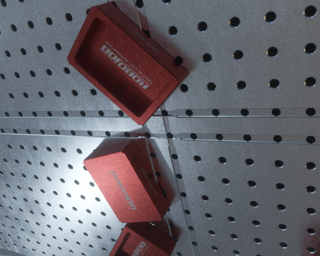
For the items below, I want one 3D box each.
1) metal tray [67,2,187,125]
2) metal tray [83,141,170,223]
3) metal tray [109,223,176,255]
[{"bbox_3d":[-0.043,-0.076,0.381,0.130,0.030,0.090,42,129,-1],"label":"metal tray"},{"bbox_3d":[-0.052,0.090,0.489,0.090,0.030,0.129,-15,111,34],"label":"metal tray"},{"bbox_3d":[-0.037,0.225,0.564,0.090,0.030,0.129,32,128,7],"label":"metal tray"}]
